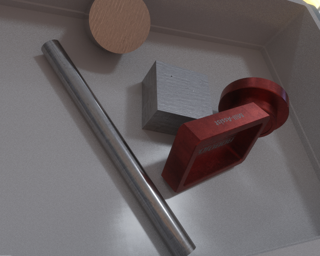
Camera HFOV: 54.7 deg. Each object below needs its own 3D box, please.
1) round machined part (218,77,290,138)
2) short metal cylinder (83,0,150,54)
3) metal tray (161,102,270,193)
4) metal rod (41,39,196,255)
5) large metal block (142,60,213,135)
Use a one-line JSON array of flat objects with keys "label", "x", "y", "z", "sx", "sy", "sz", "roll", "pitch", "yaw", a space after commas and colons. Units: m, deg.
[{"label": "round machined part", "x": 0.133, "y": -0.022, "z": 0.447, "sx": 0.098, "sy": 0.097, "sz": 0.042, "roll": 28, "pitch": 52, "yaw": -11}, {"label": "short metal cylinder", "x": -0.059, "y": -0.143, "z": 0.420, "sx": 0.081, "sy": 0.050, "sz": 0.079, "roll": -7, "pitch": 109, "yaw": -20}, {"label": "metal tray", "x": 0.070, "y": 0.023, "z": 0.386, "sx": 0.131, "sy": 0.089, "sz": 0.030, "roll": -17, "pitch": 50, "yaw": -35}, {"label": "metal rod", "x": -0.055, "y": 0.017, "z": 0.366, "sx": 0.025, "sy": 0.025, "sz": 0.299, "roll": -27, "pitch": 77, "yaw": -37}, {"label": "large metal block", "x": 0.022, "y": -0.037, "z": 0.426, "sx": 0.081, "sy": 0.050, "sz": 0.080, "roll": 12, "pitch": 57, "yaw": -22}]
